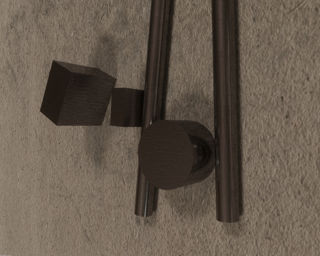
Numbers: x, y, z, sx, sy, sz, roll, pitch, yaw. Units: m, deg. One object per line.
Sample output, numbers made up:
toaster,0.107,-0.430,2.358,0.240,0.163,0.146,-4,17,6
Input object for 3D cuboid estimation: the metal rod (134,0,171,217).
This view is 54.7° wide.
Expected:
metal rod,-0.010,-0.032,0.411,0.025,0.025,0.298,8,95,39

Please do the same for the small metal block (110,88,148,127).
small metal block,-0.039,-0.027,0.418,0.025,0.050,0.050,6,94,39

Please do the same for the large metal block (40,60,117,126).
large metal block,-0.123,-0.050,0.468,0.050,0.081,0.079,33,110,35

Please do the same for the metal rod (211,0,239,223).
metal rod,0.072,-0.048,0.344,0.025,0.025,0.298,-2,89,39

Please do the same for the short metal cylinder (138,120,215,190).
short metal cylinder,0.020,0.030,0.370,0.080,0.050,0.079,0,90,39
